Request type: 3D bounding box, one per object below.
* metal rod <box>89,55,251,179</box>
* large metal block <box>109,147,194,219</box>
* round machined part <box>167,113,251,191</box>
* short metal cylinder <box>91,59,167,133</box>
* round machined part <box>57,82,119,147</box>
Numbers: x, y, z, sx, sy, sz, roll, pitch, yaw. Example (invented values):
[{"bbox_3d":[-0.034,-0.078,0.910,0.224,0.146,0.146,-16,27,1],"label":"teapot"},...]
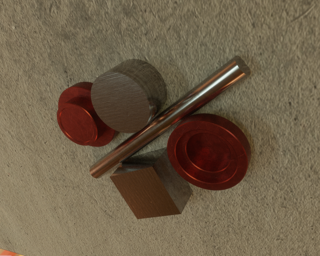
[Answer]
[{"bbox_3d":[-0.009,0.003,0.416,0.025,0.025,0.299,49,128,-7],"label":"metal rod"},{"bbox_3d":[-0.011,0.081,0.449,0.080,0.050,0.080,-18,109,35],"label":"large metal block"},{"bbox_3d":[0.062,0.025,0.380,0.098,0.042,0.097,13,124,21],"label":"round machined part"},{"bbox_3d":[-0.038,-0.040,0.387,0.080,0.050,0.079,13,124,21],"label":"short metal cylinder"},{"bbox_3d":[-0.107,-0.013,0.445,0.098,0.042,0.097,13,124,21],"label":"round machined part"}]
